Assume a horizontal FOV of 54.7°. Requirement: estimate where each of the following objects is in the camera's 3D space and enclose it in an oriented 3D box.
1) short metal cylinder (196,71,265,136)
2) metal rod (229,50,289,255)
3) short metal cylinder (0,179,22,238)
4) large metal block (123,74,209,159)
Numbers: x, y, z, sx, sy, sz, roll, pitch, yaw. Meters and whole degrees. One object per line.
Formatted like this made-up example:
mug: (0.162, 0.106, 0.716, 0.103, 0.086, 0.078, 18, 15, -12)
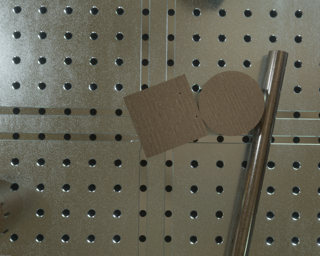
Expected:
short metal cylinder: (0.087, -0.030, 0.401, 0.081, 0.050, 0.080, 0, 90, 0)
metal rod: (0.130, 0.046, 0.414, 0.025, 0.025, 0.298, 11, 90, 0)
short metal cylinder: (-0.229, 0.109, 0.399, 0.081, 0.050, 0.080, 0, 90, 0)
large metal block: (0.007, -0.014, 0.401, 0.080, 0.050, 0.080, -21, 90, 0)
